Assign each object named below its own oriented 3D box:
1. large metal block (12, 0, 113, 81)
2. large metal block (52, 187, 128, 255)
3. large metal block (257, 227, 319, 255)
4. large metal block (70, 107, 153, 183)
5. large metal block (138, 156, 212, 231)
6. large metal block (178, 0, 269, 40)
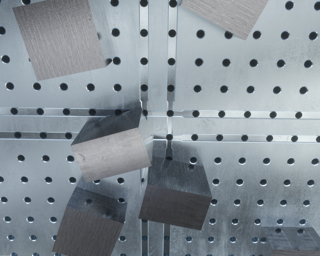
[{"bbox_3d":[-0.108,-0.106,0.360,0.080,0.050,0.080,-11,110,4],"label":"large metal block"},{"bbox_3d":[-0.101,0.143,0.452,0.080,0.050,0.080,19,109,-7],"label":"large metal block"},{"bbox_3d":[0.199,0.201,0.475,0.080,0.050,0.079,1,110,-1],"label":"large metal block"},{"bbox_3d":[-0.055,0.018,0.390,0.080,0.080,0.050,-15,110,5],"label":"large metal block"},{"bbox_3d":[0.018,0.084,0.415,0.080,0.080,0.050,12,110,-5],"label":"large metal block"},{"bbox_3d":[0.076,-0.155,0.344,0.080,0.050,0.080,25,108,-9],"label":"large metal block"}]
